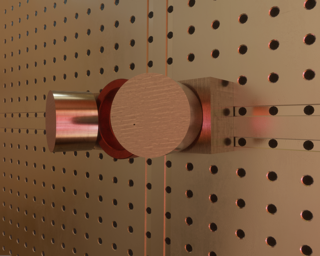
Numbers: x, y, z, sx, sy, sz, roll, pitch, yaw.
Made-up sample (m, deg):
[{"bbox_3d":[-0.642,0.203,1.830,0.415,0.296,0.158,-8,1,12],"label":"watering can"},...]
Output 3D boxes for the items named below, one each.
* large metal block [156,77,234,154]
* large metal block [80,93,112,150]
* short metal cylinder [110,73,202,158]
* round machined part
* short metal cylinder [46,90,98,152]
[{"bbox_3d":[0.037,-0.013,0.362,0.080,0.050,0.080,-1,90,40],"label":"large metal block"},{"bbox_3d":[-0.077,-0.010,0.457,0.080,0.050,0.080,1,91,40],"label":"large metal block"},{"bbox_3d":[-0.002,-0.012,0.313,0.080,0.050,0.080,0,90,20],"label":"short metal cylinder"},{"bbox_3d":[-0.036,-0.011,0.390,0.098,0.042,0.097,0,90,40],"label":"round machined part"},{"bbox_3d":[-0.118,-0.009,0.409,0.080,0.050,0.079,4,94,61],"label":"short metal cylinder"}]
